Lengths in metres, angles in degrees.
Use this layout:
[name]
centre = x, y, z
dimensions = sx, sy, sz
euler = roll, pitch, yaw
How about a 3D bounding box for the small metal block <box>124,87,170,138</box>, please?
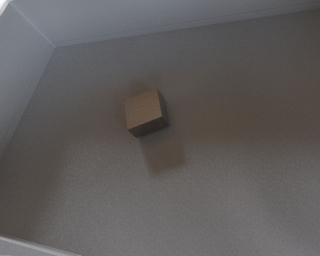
[small metal block]
centre = -0.018, -0.020, 0.422
dimensions = 0.050, 0.025, 0.050
euler = -21, 54, 15
